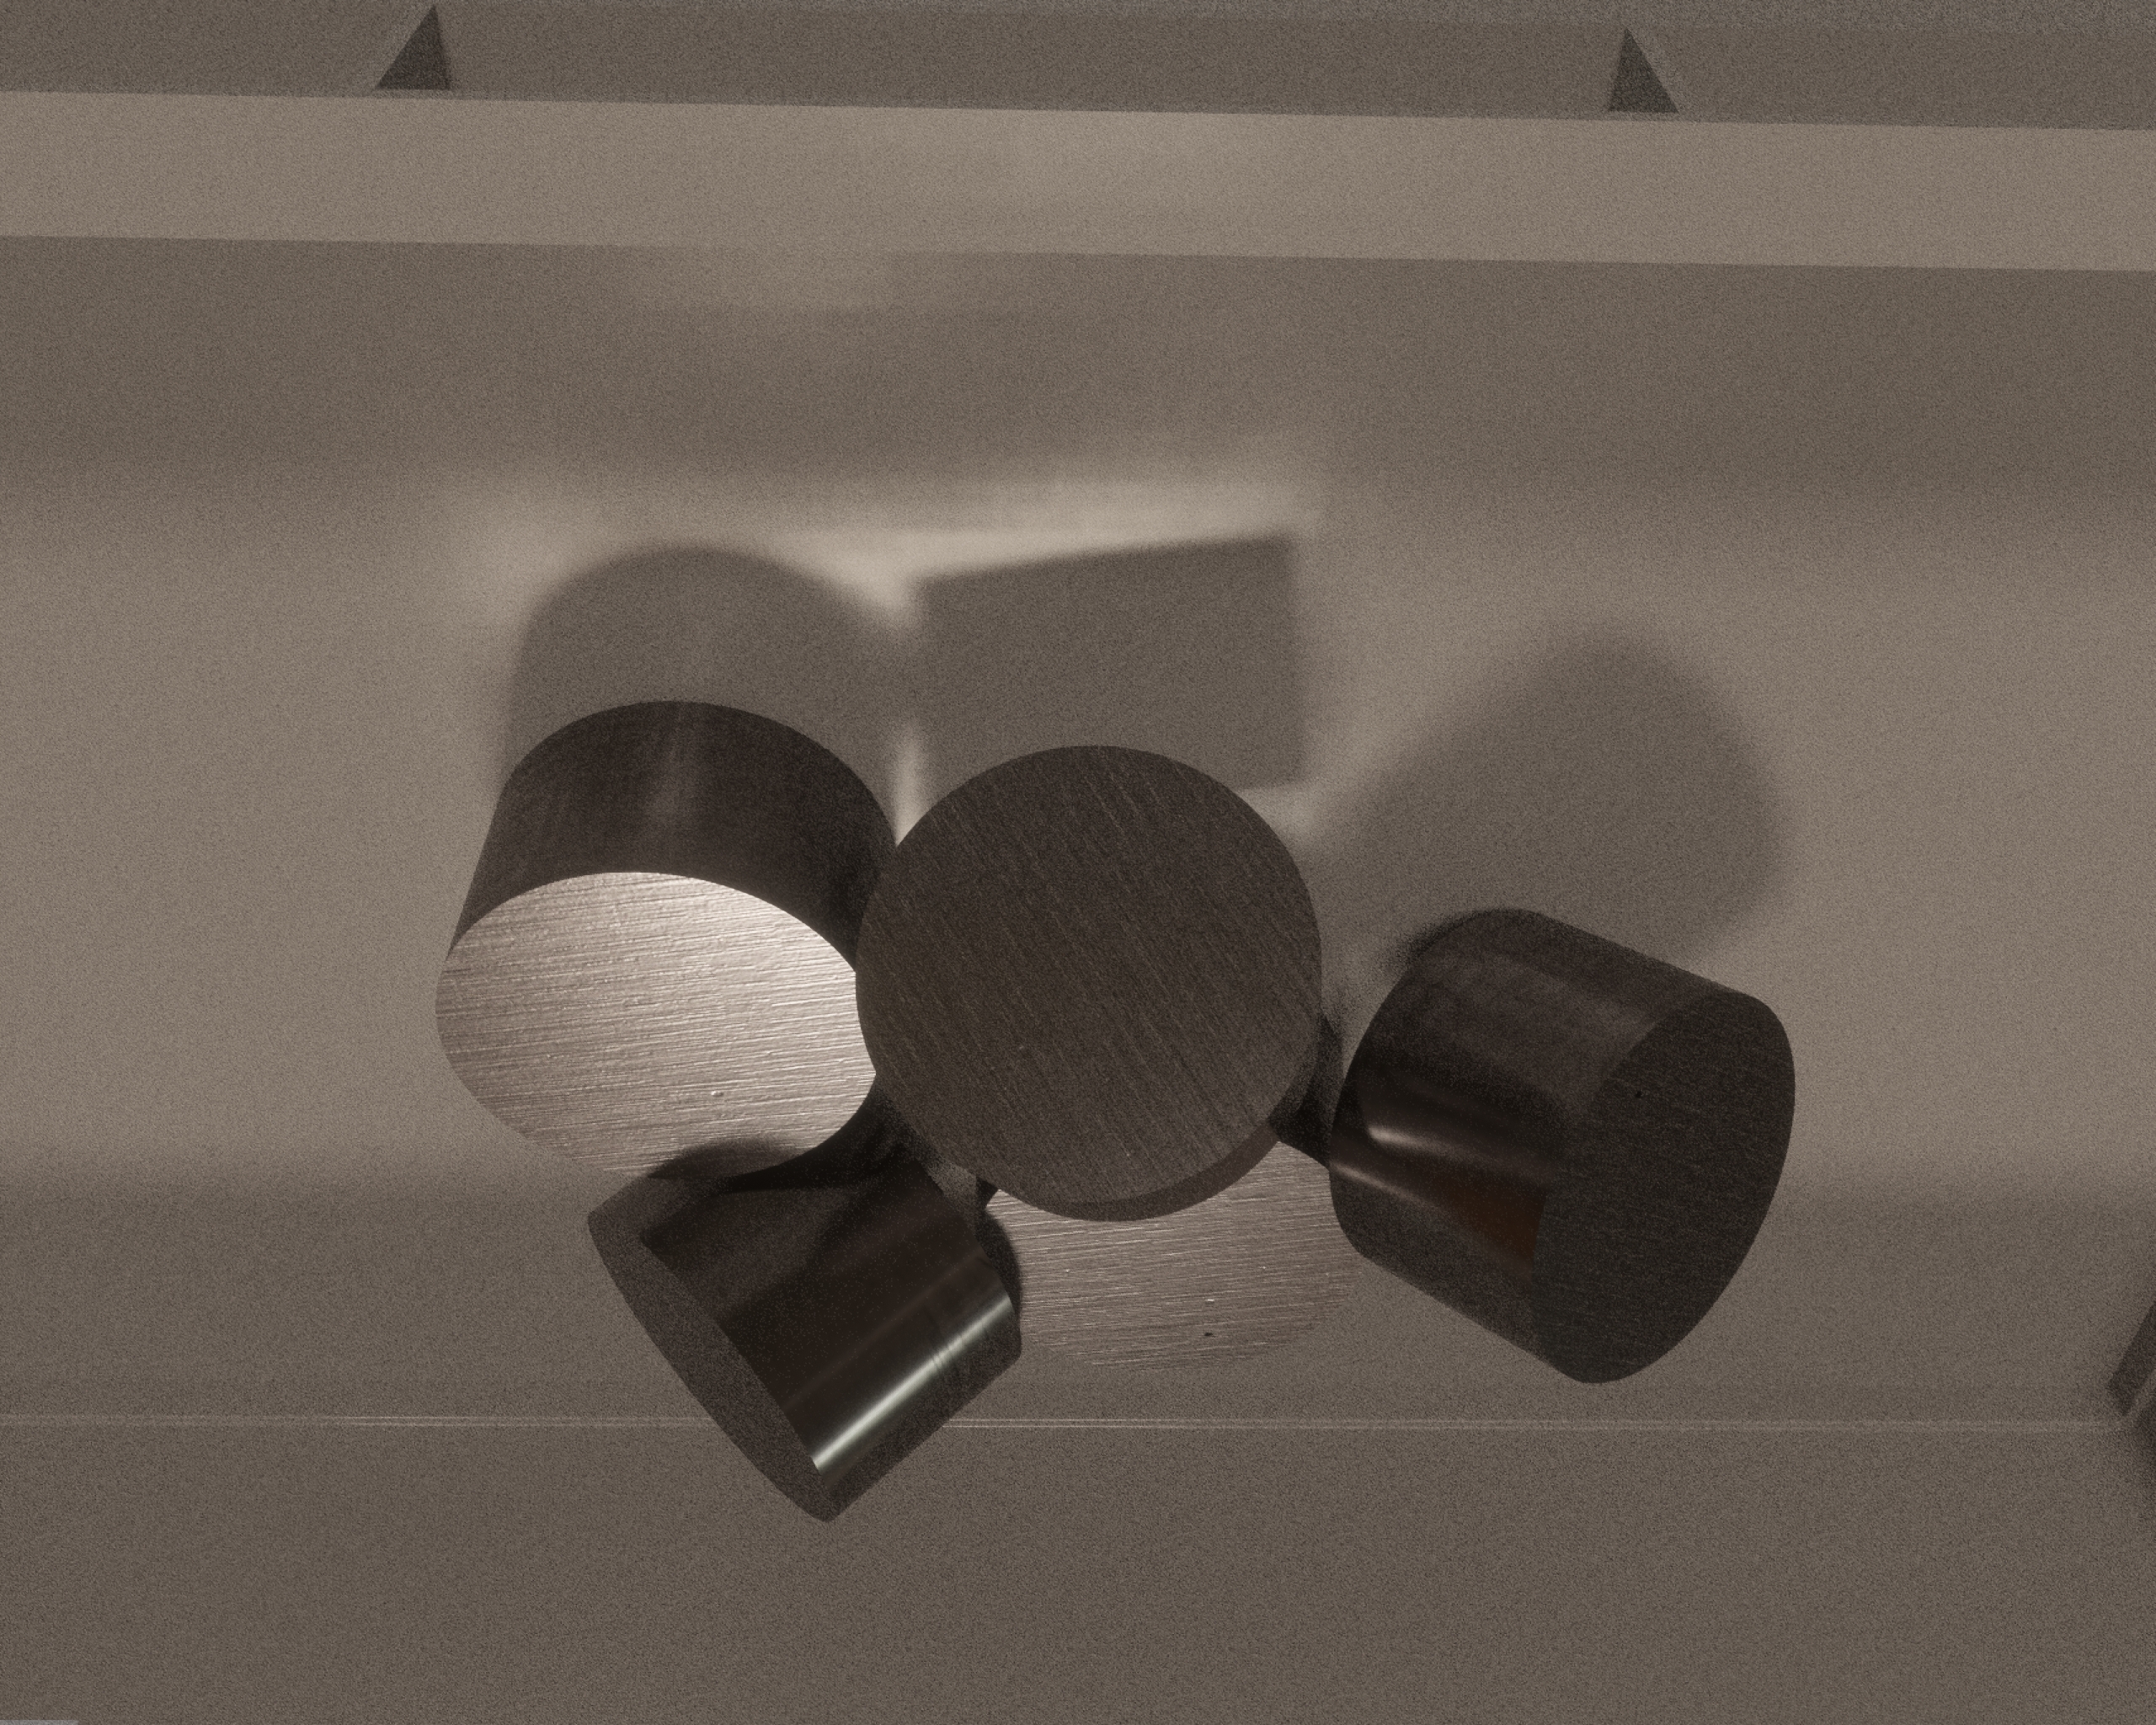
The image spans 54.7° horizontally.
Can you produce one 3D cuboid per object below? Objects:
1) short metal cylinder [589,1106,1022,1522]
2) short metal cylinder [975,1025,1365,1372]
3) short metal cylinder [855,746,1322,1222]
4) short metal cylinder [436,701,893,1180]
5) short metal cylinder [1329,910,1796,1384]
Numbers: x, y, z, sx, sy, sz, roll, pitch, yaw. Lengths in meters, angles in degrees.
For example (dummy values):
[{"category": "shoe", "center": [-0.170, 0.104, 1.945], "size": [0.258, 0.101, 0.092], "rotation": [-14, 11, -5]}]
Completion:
[{"category": "short metal cylinder", "center": [-0.057, 0.090, 0.438], "size": [0.050, 0.080, 0.080], "rotation": [-37, 135, -25]}, {"category": "short metal cylinder", "center": [0.019, 0.064, 0.446], "size": [0.081, 0.050, 0.079], "rotation": [0, 130, 0]}, {"category": "short metal cylinder", "center": [0.004, 0.024, 0.382], "size": [0.080, 0.080, 0.050], "rotation": [-6, 166, 4]}, {"category": "short metal cylinder", "center": [-0.077, 0.016, 0.402], "size": [0.081, 0.050, 0.079], "rotation": [0, 130, 0]}, {"category": "short metal cylinder", "center": [0.096, 0.055, 0.412], "size": [0.081, 0.050, 0.079], "rotation": [-17, 118, -36]}]
